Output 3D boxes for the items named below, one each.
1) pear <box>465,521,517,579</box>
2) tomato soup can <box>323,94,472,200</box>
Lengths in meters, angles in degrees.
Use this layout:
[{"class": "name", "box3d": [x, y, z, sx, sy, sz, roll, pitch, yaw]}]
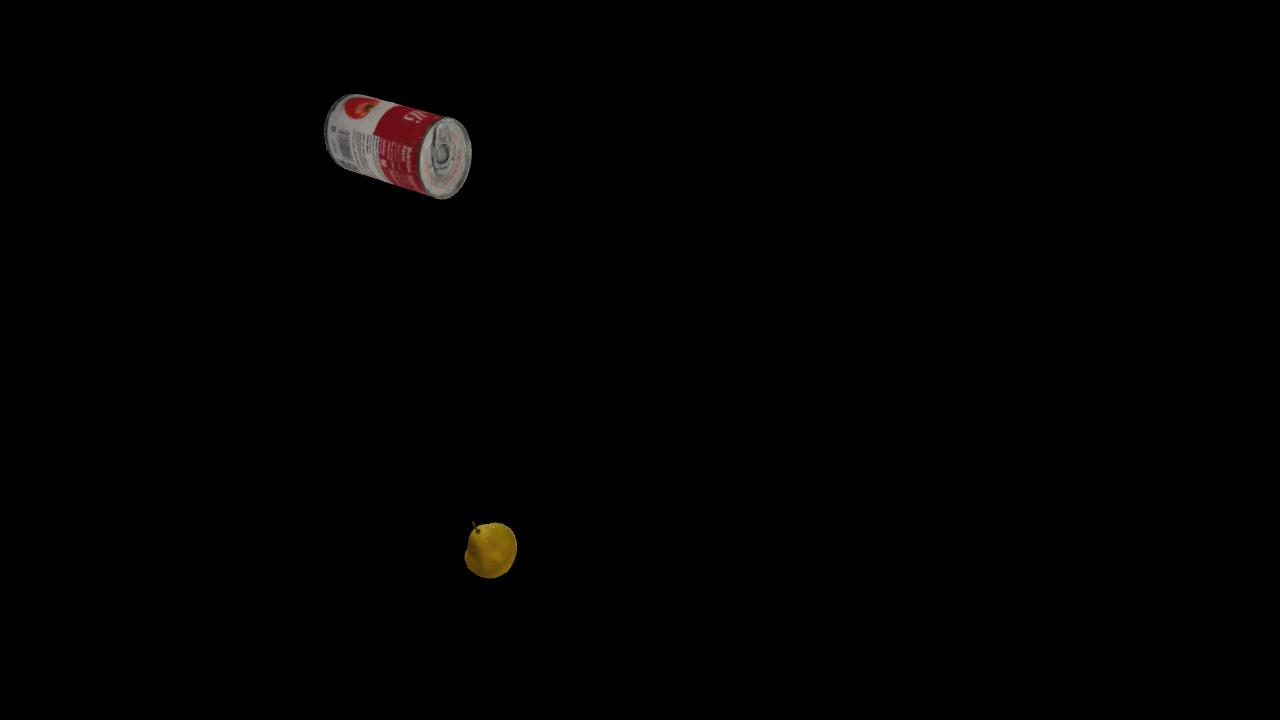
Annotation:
[{"class": "pear", "box3d": [-0.221, 0.268, 0.886, 0.080, 0.080, 0.111, 0, -30, 8]}, {"class": "tomato soup can", "box3d": [-0.206, -0.183, 0.526, 0.101, 0.068, 0.068, 19, 6, 16]}]
